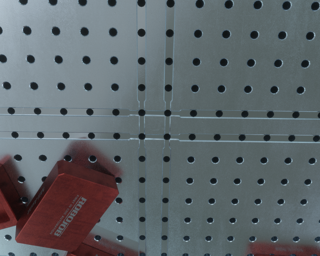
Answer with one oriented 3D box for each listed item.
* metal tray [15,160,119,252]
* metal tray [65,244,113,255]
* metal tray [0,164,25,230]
[{"bbox_3d":[-0.130,0.113,0.434,0.090,0.030,0.129,26,109,-32],"label":"metal tray"},{"bbox_3d":[-0.101,0.246,0.500,0.131,0.030,0.089,26,108,-10],"label":"metal tray"},{"bbox_3d":[-0.276,0.111,0.447,0.131,0.030,0.089,-16,110,5],"label":"metal tray"}]
